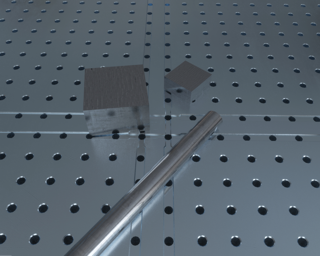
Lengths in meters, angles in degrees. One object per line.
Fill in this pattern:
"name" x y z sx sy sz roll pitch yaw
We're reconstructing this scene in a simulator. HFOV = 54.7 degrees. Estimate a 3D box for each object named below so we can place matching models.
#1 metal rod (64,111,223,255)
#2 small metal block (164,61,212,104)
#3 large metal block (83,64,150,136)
"metal rod" -0.022 0.075 0.344 0.025 0.025 0.301 33 57 24
"small metal block" 0.042 -0.070 0.467 0.050 0.025 0.050 34 57 25
"large metal block" -0.058 -0.039 0.424 0.081 0.050 0.080 -5 50 -5
